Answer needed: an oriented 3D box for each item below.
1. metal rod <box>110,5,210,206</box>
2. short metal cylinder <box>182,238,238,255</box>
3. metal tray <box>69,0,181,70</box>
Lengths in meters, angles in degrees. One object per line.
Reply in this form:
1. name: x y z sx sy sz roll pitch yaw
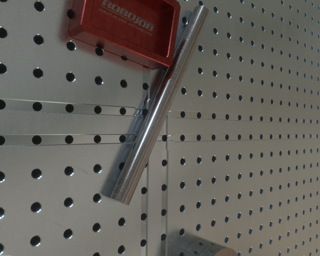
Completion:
1. metal rod: 0.007 -0.043 0.416 0.025 0.025 0.300 36 68 -35
2. short metal cylinder: 0.073 0.211 0.458 0.081 0.050 0.079 0 90 -40
3. metal tray: -0.036 -0.134 0.376 0.131 0.030 0.090 14 81 -39
